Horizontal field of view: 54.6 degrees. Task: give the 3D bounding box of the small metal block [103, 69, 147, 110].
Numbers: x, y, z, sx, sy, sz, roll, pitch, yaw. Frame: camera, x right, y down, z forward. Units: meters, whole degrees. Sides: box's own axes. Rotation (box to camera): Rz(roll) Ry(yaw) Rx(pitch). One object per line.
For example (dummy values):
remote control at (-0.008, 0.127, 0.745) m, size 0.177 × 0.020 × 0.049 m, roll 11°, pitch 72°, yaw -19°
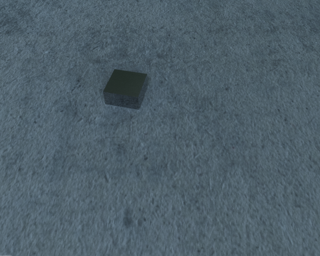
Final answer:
small metal block at (-0.049, -0.057, 0.451) m, size 0.050 × 0.025 × 0.050 m, roll 10°, pitch 51°, yaw 8°
